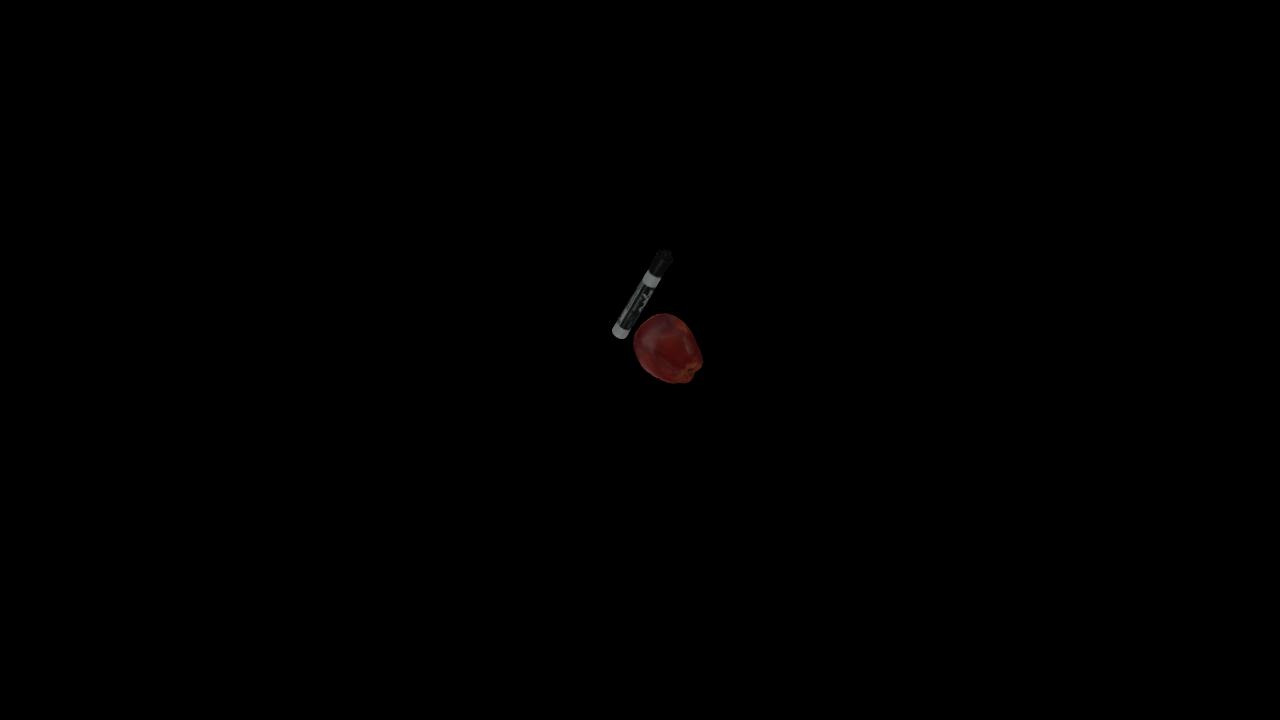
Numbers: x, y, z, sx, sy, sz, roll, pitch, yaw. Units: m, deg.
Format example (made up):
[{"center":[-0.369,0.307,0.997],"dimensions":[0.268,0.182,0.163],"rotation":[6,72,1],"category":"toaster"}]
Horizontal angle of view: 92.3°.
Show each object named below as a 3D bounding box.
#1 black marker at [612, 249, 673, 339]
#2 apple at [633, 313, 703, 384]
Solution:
[{"center":[0.002,-0.070,0.663],"dimensions":[0.020,0.020,0.121],"rotation":[0,-42,-35],"category":"black marker"},{"center":[0.035,-0.015,0.767],"dimensions":[0.079,0.079,0.093],"rotation":[0,39,-42],"category":"apple"}]
